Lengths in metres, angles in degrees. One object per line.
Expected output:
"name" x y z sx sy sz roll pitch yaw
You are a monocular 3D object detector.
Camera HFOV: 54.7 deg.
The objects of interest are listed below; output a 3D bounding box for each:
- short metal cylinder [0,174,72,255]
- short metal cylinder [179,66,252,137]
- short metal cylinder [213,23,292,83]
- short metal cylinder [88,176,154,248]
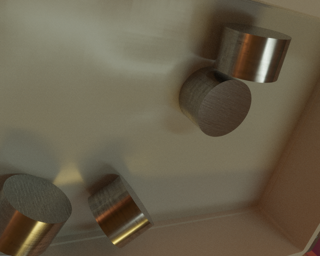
"short metal cylinder" -0.149 0.098 0.352 0.080 0.080 0.050 27 104 -37
"short metal cylinder" 0.072 -0.035 0.410 0.081 0.050 0.079 -14 124 -21
"short metal cylinder" 0.110 -0.093 0.375 0.081 0.080 0.050 -5 121 -26
"short metal cylinder" -0.051 0.110 0.413 0.050 0.080 0.080 -35 129 -6
